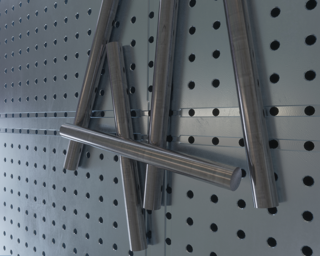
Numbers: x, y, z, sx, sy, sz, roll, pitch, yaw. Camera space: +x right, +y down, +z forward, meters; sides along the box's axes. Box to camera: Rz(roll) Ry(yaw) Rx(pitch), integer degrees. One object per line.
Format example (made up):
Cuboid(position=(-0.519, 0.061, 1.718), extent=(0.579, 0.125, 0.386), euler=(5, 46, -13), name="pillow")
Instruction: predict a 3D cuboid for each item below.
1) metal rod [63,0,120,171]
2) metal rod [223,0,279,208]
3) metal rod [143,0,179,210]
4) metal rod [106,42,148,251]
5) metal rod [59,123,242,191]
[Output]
Cuboid(position=(-0.113, -0.070, 0.504), extent=(0.025, 0.025, 0.298), euler=(27, 107, 37), name="metal rod")
Cuboid(position=(0.091, -0.067, 0.334), extent=(0.025, 0.025, 0.299), euler=(-12, 82, 39), name="metal rod")
Cuboid(position=(0.002, -0.041, 0.409), extent=(0.025, 0.025, 0.298), euler=(8, 95, 40), name="metal rod")
Cuboid(position=(-0.049, 0.022, 0.451), extent=(0.025, 0.025, 0.299), euler=(-13, 82, 39), name="metal rod")
Cuboid(position=(-0.037, 0.028, 0.407), extent=(0.300, 0.025, 0.025), euler=(12, 98, 39), name="metal rod")
